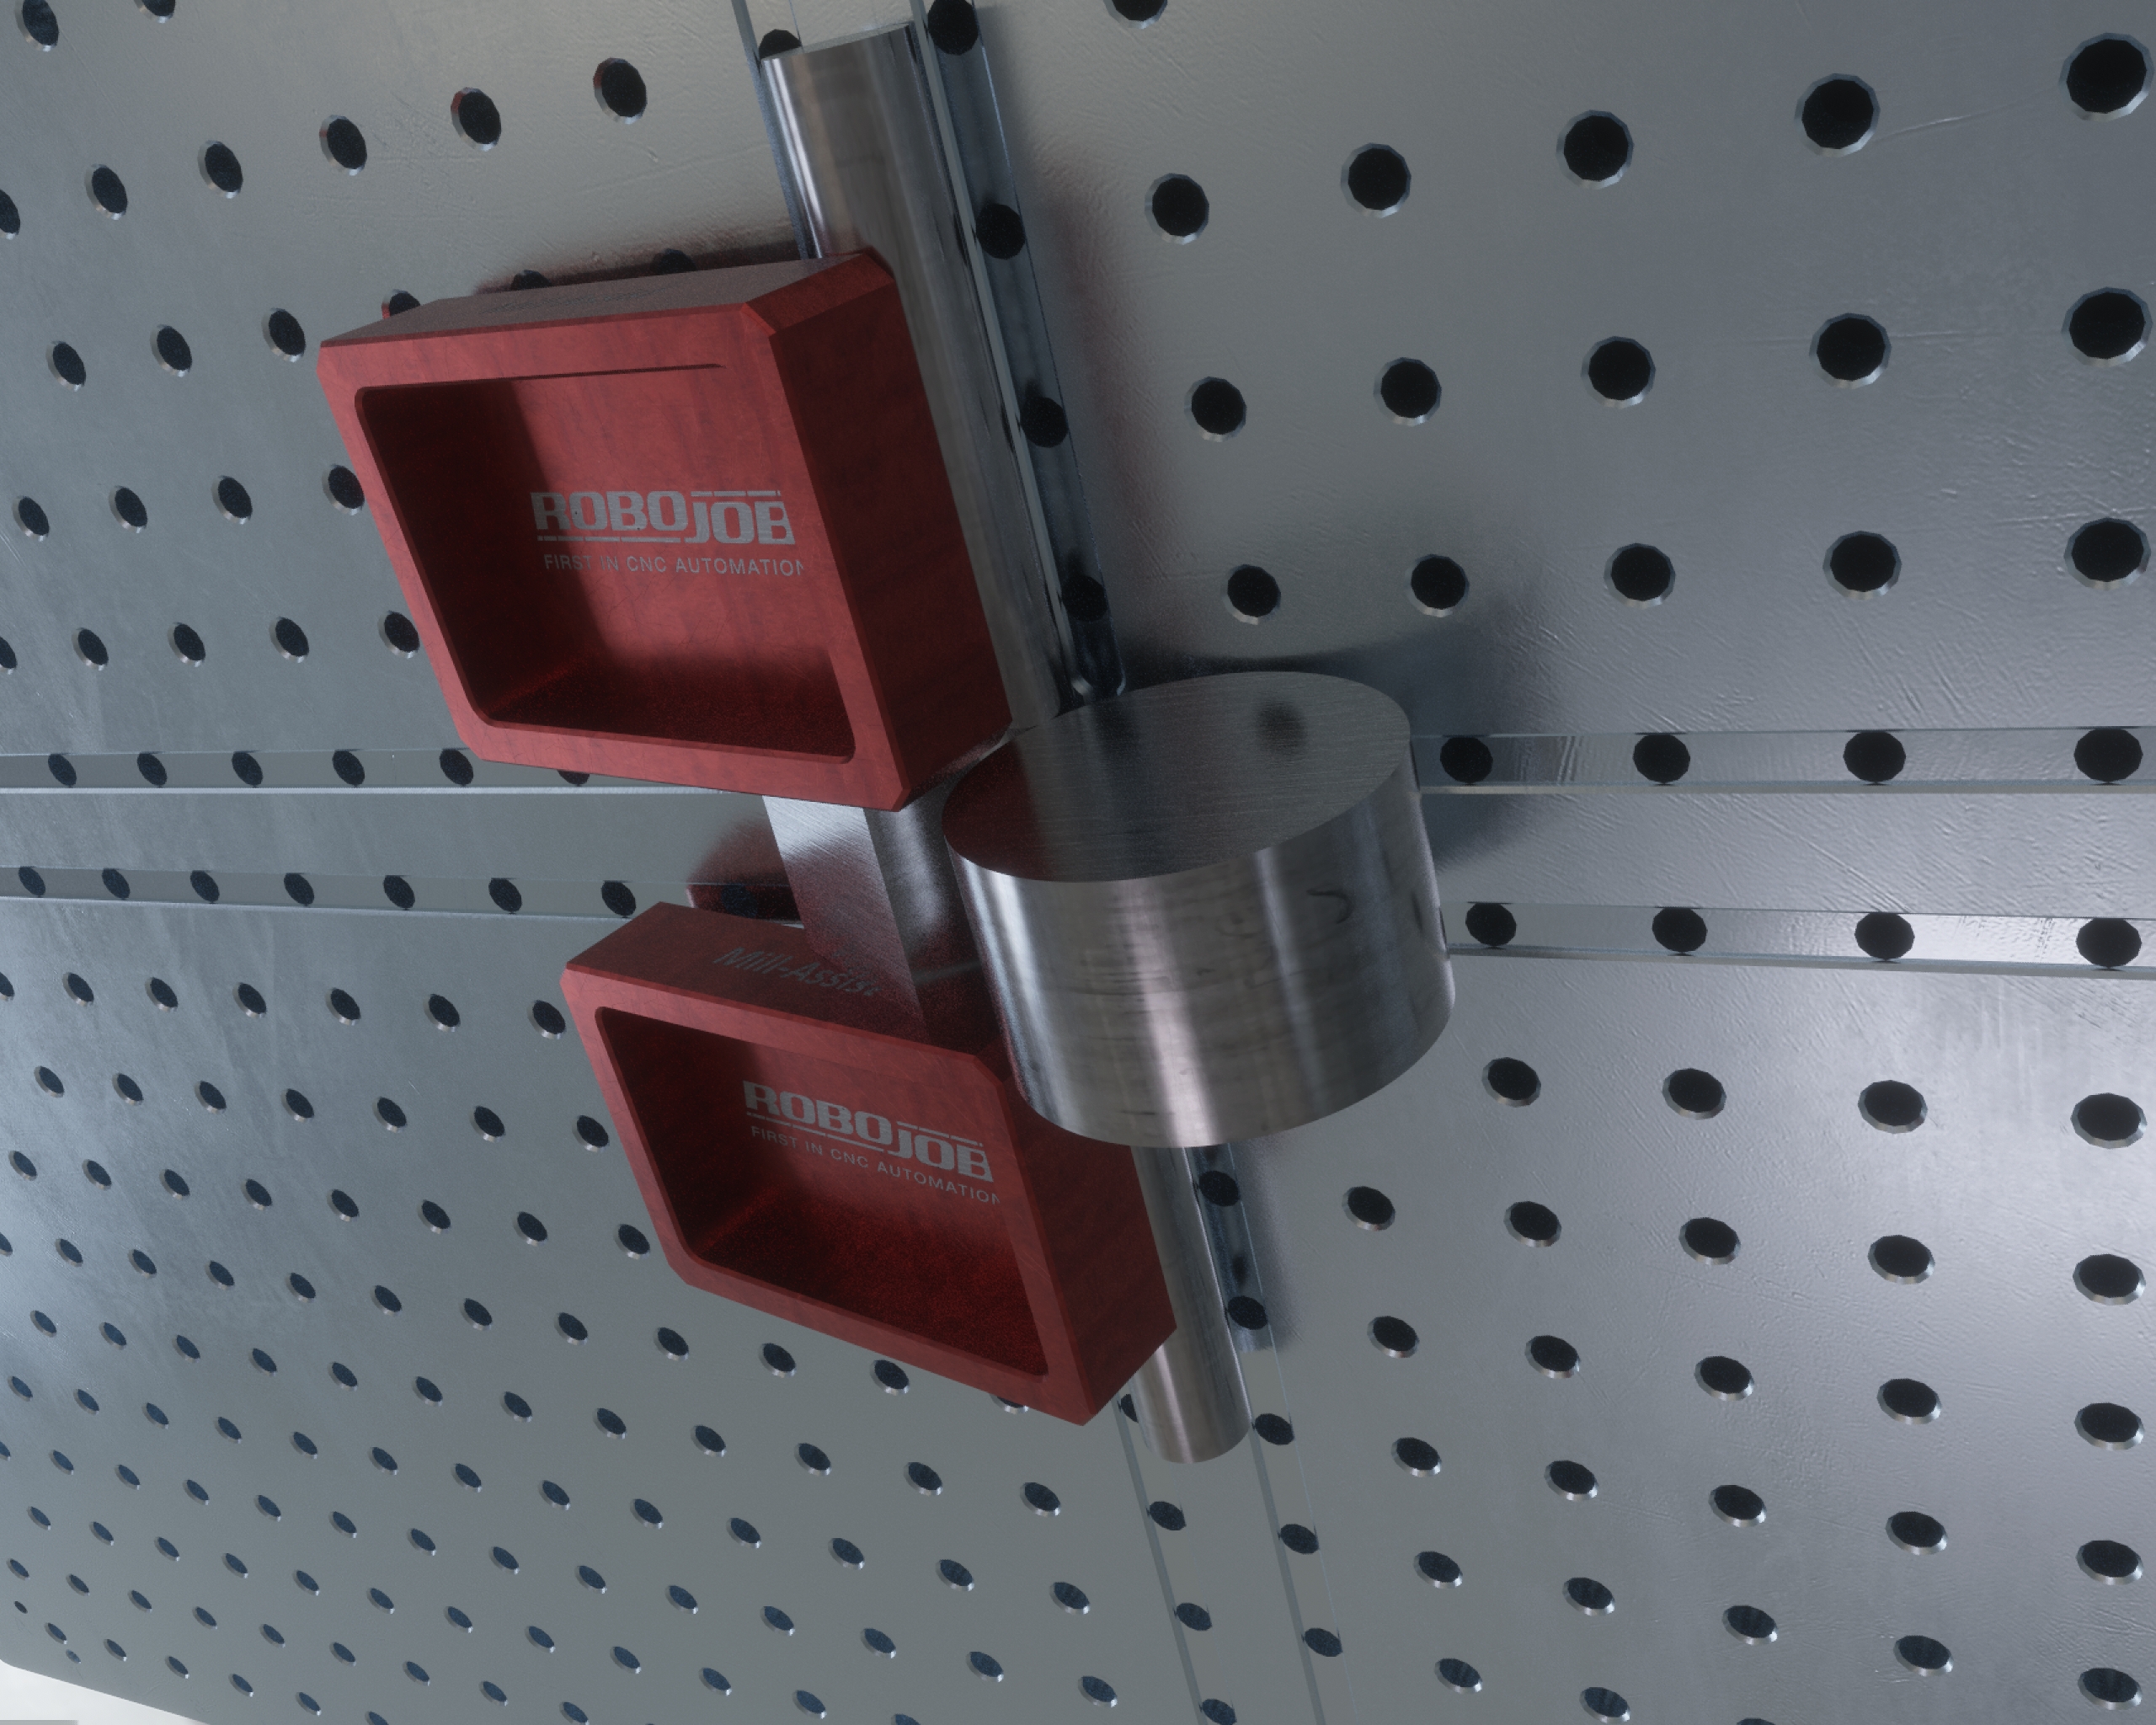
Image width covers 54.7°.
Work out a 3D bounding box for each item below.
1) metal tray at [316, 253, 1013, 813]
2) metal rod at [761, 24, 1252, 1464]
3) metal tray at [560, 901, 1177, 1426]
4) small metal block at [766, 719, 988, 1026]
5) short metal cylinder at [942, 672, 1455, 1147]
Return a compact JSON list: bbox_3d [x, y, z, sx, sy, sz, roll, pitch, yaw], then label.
[{"bbox_3d":[-0.080,-0.061,0.390,0.130,0.030,0.089,8,123,39],"label":"metal tray"},{"bbox_3d":[-0.007,-0.004,0.407,0.025,0.025,0.298,0,119,28],"label":"metal rod"},{"bbox_3d":[-0.047,0.061,0.448,0.130,0.030,0.089,8,123,38],"label":"metal tray"},{"bbox_3d":[-0.037,-0.002,0.411,0.050,0.025,0.050,26,136,53],"label":"small metal block"},{"bbox_3d":[0.022,0.006,0.363,0.080,0.080,0.050,0,119,28],"label":"short metal cylinder"}]
